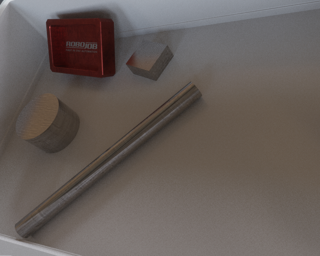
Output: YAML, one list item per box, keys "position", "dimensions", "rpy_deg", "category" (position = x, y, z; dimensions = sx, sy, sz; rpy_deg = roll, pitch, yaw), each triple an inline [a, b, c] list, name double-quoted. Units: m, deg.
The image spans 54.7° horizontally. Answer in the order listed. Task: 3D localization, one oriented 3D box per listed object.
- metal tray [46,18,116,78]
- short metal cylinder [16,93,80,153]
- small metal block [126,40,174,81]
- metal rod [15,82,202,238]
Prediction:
- position: [-0.134, -0.136, 0.519]
  dimensions: [0.130, 0.030, 0.089]
  rpy_deg: [12, 110, 32]
  category: "metal tray"
- position: [-0.174, -0.007, 0.483]
  dimensions: [0.080, 0.050, 0.080]
  rpy_deg: [-13, 56, 20]
  category: "short metal cylinder"
- position: [-0.016, -0.105, 0.477]
  dimensions: [0.050, 0.025, 0.050]
  rpy_deg: [24, 74, 36]
  category: "small metal block"
- position: [-0.068, 0.043, 0.413]
  dimensions: [0.300, 0.025, 0.025]
  rpy_deg: [-39, 51, 1]
  category: "metal rod"
